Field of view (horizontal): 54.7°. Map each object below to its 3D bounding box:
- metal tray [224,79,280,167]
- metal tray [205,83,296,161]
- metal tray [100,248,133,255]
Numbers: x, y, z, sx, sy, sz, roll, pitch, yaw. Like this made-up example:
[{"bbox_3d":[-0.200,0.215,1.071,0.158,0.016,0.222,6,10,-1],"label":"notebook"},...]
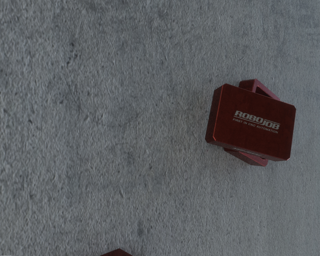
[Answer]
[{"bbox_3d":[0.162,-0.008,0.536,0.090,0.030,0.130,27,73,-37],"label":"metal tray"},{"bbox_3d":[0.142,-0.007,0.479,0.131,0.030,0.090,16,77,-13],"label":"metal tray"},{"bbox_3d":[-0.084,0.196,0.330,0.131,0.030,0.089,-6,94,-40],"label":"metal tray"}]
